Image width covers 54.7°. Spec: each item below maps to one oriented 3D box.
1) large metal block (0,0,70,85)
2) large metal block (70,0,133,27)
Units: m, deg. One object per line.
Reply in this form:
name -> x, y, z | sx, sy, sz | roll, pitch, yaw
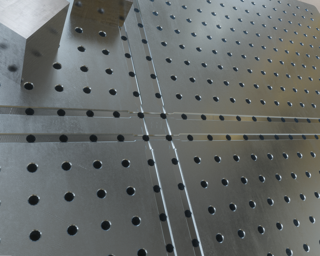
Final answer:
large metal block -> -0.155, -0.110, 0.357 | 0.050, 0.080, 0.080 | 33, 51, -8
large metal block -> -0.091, -0.210, 0.472 | 0.081, 0.050, 0.080 | 5, 59, -26
